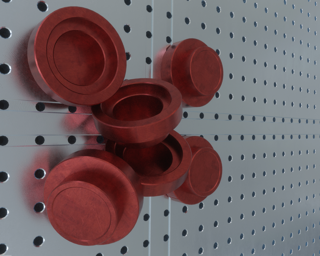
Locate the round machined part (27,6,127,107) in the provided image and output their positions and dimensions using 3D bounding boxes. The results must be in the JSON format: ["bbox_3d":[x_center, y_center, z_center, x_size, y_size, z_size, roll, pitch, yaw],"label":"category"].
[{"bbox_3d":[-0.087,-0.071,0.324,0.099,0.042,0.097,0,89,-40],"label":"round machined part"}]

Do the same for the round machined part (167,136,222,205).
[{"bbox_3d":[0.051,0.060,0.440,0.099,0.042,0.097,0,90,-40],"label":"round machined part"}]

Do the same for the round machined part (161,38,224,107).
[{"bbox_3d":[0.053,-0.078,0.441,0.099,0.042,0.097,0,90,-40],"label":"round machined part"}]

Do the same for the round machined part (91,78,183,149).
[{"bbox_3d":[-0.024,-0.014,0.347,0.099,0.098,0.042,-37,137,-34],"label":"round machined part"}]

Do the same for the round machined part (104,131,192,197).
[{"bbox_3d":[-0.015,0.040,0.361,0.099,0.098,0.042,-29,144,-36],"label":"round machined part"}]

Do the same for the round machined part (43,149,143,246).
[{"bbox_3d":[-0.069,0.073,0.302,0.042,0.098,0.098,-61,136,-71],"label":"round machined part"}]
